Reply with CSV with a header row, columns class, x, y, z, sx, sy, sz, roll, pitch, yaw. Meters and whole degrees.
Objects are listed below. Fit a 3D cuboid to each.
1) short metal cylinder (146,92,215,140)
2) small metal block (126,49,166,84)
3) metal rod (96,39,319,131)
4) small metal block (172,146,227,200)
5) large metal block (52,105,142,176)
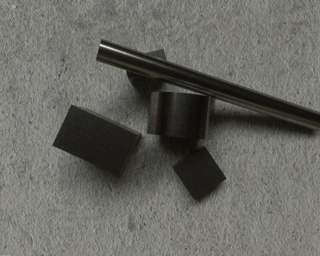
class,x,y,z,sx,sy,sz,roll,pitch,yaw
short metal cylinder,0.026,-0.014,0.383,0.081,0.080,0.050,6,90,-1
small metal block,-0.017,-0.078,0.397,0.050,0.050,0.025,-14,90,0
metal rod,0.074,-0.047,0.378,0.302,0.025,0.025,16,90,-14
small metal block,0.051,0.058,0.411,0.050,0.025,0.050,-34,90,0
large metal block,-0.072,0.013,0.382,0.080,0.080,0.050,25,90,-1
